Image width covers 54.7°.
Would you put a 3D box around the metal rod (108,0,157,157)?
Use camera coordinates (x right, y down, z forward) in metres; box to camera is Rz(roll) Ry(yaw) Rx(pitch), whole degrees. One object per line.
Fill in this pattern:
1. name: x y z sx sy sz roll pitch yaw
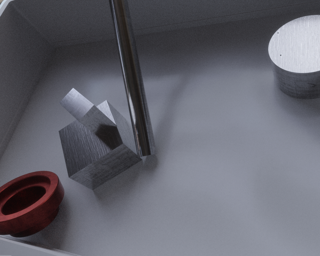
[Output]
1. metal rod: -0.045 -0.110 0.410 0.025 0.025 0.298 -13 83 20

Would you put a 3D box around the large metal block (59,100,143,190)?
1. large metal block: -0.081 0.023 0.417 0.080 0.050 0.080 -32 52 7

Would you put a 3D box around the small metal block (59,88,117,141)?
1. small metal block: -0.088 -0.016 0.380 0.025 0.050 0.050 -49 52 -6

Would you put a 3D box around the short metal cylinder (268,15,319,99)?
1. short metal cylinder: 0.168 -0.079 0.350 0.080 0.050 0.080 -13 56 20

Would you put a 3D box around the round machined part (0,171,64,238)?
1. round machined part: -0.172 0.102 0.402 0.098 0.042 0.098 -12 26 6
